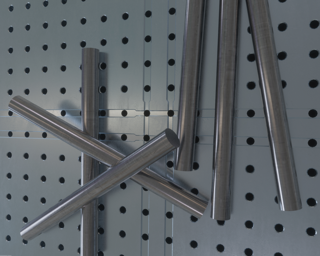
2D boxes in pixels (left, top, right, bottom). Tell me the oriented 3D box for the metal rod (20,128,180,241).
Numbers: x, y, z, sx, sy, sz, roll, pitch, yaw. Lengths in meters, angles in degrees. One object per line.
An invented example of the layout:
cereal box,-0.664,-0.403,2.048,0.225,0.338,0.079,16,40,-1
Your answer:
metal rod,-0.095,0.087,0.414,0.299,0.025,0.025,-35,79,27

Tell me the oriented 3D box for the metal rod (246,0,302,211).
metal rod,0.130,-0.055,0.366,0.025,0.025,0.299,-9,87,20

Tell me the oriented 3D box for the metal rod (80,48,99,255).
metal rod,-0.101,0.036,0.448,0.025,0.025,0.298,0,90,20

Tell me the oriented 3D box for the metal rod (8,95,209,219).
metal rod,-0.075,0.035,0.417,0.301,0.025,0.025,28,99,9

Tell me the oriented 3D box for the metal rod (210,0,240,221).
metal rod,0.081,-0.038,0.384,0.025,0.025,0.298,3,91,20

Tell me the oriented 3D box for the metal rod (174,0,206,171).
metal rod,0.041,-0.095,0.398,0.025,0.025,0.298,5,92,20
